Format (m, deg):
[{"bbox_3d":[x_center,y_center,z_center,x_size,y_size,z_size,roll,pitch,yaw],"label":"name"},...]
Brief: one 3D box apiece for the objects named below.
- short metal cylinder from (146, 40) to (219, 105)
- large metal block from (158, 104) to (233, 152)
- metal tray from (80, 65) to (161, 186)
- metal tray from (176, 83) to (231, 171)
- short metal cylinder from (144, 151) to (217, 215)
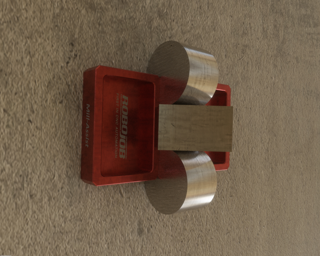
[{"bbox_3d":[0.027,-0.065,0.392,0.050,0.080,0.080,3,89,-40],"label":"short metal cylinder"},{"bbox_3d":[0.039,0.000,0.376,0.081,0.080,0.050,2,90,0],"label":"large metal block"},{"bbox_3d":[-0.044,-0.002,0.366,0.091,0.030,0.129,2,89,-40],"label":"metal tray"},{"bbox_3d":[0.064,-0.002,0.457,0.091,0.030,0.129,2,89,-40],"label":"metal tray"},{"bbox_3d":[0.024,0.065,0.391,0.050,0.080,0.080,3,89,-40],"label":"short metal cylinder"}]
